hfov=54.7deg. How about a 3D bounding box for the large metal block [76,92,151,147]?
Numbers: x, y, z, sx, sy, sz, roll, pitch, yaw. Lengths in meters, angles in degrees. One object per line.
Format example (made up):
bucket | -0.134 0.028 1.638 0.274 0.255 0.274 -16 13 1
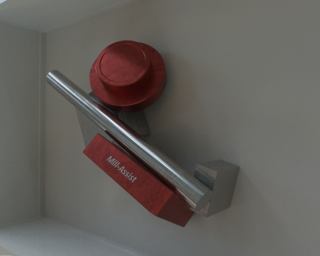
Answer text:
large metal block | -0.070 -0.013 0.443 0.080 0.050 0.080 -28 73 36

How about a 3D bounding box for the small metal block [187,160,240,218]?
small metal block | 0.059 0.064 0.339 0.025 0.050 0.050 19 102 38

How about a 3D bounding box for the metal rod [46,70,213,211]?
metal rod | -0.058 -0.002 0.384 0.300 0.025 0.025 36 112 33

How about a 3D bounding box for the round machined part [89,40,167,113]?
round machined part | -0.043 -0.072 0.393 0.099 0.042 0.098 -3 65 7

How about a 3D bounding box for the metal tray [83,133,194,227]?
metal tray | -0.024 0.062 0.376 0.130 0.090 0.030 33 83 34
